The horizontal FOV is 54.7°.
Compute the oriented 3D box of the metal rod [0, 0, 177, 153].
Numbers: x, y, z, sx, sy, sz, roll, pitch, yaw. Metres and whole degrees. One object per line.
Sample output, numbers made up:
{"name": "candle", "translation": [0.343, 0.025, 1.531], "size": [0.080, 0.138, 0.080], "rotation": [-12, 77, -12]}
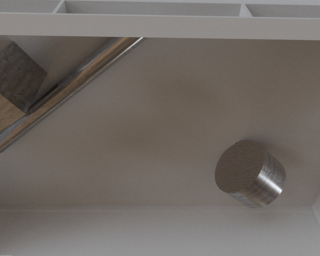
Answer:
{"name": "metal rod", "translation": [-0.108, -0.049, 0.365], "size": [0.300, 0.025, 0.025], "rotation": [-32, 124, 24]}

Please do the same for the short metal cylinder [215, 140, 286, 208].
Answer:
{"name": "short metal cylinder", "translation": [0.124, 0.064, 0.429], "size": [0.050, 0.080, 0.080], "rotation": [36, 121, -27]}

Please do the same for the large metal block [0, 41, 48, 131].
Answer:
{"name": "large metal block", "translation": [-0.181, -0.038, 0.338], "size": [0.080, 0.080, 0.050], "rotation": [-27, 125, 21]}
